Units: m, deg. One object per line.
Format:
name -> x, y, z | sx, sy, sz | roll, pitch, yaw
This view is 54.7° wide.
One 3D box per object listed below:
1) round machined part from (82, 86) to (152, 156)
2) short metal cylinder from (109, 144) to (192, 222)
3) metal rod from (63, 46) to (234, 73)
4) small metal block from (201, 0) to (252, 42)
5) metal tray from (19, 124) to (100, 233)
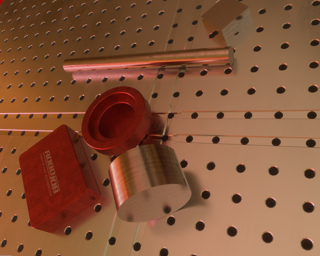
round machined part -> -0.055, -0.006, 0.429 | 0.098, 0.042, 0.098 | -13, 56, 20
short metal cylinder -> -0.012, 0.062, 0.340 | 0.080, 0.080, 0.050 | -28, 52, 10
metal rod -> -0.035, -0.105, 0.489 | 0.300, 0.025, 0.025 | 3, 63, 29
small metal block -> 0.097, -0.161, 0.455 | 0.050, 0.025, 0.050 | -40, 51, 0
metal tray -> -0.146, 0.067, 0.438 | 0.090, 0.030, 0.130 | -35, 51, 4
